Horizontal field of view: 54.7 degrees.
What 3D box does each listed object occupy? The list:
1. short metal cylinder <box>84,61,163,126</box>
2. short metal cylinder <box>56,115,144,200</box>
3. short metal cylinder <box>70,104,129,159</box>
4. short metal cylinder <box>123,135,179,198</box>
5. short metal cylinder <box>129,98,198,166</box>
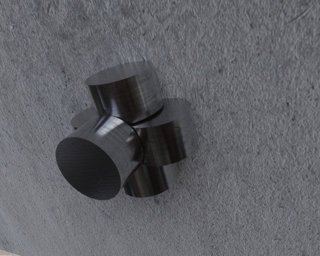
[{"bbox_3d":[-0.042,-0.043,0.367,0.080,0.080,0.050,-2,118,28],"label":"short metal cylinder"},{"bbox_3d":[-0.065,0.032,0.341,0.080,0.050,0.079,13,124,20],"label":"short metal cylinder"},{"bbox_3d":[-0.070,0.003,0.410,0.080,0.080,0.050,-1,118,28],"label":"short metal cylinder"},{"bbox_3d":[-0.019,0.046,0.410,0.080,0.080,0.050,0,118,28],"label":"short metal cylinder"},{"bbox_3d":[0.002,0.002,0.372,0.080,0.080,0.050,0,118,28],"label":"short metal cylinder"}]
